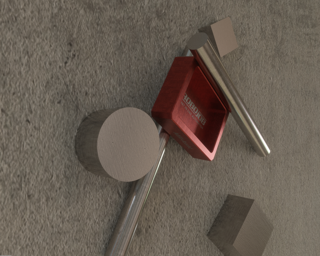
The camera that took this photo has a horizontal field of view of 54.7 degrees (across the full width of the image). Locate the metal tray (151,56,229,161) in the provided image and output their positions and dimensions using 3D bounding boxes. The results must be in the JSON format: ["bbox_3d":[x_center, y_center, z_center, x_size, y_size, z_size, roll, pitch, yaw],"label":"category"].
[{"bbox_3d":[0.047,-0.022,0.415,0.130,0.030,0.090,44,61,-47],"label":"metal tray"}]

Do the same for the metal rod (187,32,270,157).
[{"bbox_3d":[0.116,-0.028,0.458,0.300,0.025,0.025,43,63,-47],"label":"metal rod"}]

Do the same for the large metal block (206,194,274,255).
[{"bbox_3d":[0.132,0.168,0.503,0.080,0.050,0.080,52,60,-28],"label":"large metal block"}]

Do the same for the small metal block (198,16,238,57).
[{"bbox_3d":[0.092,-0.140,0.484,0.050,0.025,0.050,-35,112,-35],"label":"small metal block"}]

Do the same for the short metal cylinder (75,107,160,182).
[{"bbox_3d":[-0.047,0.017,0.350,0.081,0.050,0.079,0,90,-40],"label":"short metal cylinder"}]

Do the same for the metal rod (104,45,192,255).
[{"bbox_3d":[-0.003,0.021,0.403,0.025,0.025,0.299,33,69,-36],"label":"metal rod"}]
